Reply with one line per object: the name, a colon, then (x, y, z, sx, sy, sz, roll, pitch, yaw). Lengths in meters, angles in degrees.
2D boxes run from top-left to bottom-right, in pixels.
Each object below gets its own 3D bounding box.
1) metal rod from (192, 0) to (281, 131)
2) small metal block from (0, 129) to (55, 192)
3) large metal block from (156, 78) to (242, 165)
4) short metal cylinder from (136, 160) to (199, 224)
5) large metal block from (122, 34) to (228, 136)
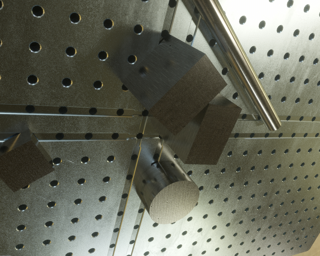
metal rod: (0.107, -0.088, 0.417, 0.025, 0.025, 0.300, -43, 130, 1)
small metal block: (-0.156, 0.037, 0.349, 0.050, 0.025, 0.050, -29, 129, -10)
large metal block: (0.046, -0.009, 0.397, 0.050, 0.080, 0.079, 6, 116, -32)
short metal cylinder: (0.011, 0.096, 0.462, 0.081, 0.050, 0.079, -14, 125, -21)
large metal block: (0.014, -0.051, 0.353, 0.080, 0.080, 0.050, -45, 130, 3)
